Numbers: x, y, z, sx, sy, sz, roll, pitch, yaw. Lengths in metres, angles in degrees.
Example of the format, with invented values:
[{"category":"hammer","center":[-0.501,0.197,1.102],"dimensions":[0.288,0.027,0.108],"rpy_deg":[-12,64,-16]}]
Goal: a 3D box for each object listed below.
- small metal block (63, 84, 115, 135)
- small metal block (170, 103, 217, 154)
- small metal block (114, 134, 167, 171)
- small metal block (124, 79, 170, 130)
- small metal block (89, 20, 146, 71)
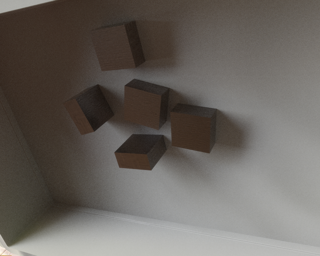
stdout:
[{"category":"small metal block","center":[-0.097,-0.026,0.428],"dimensions":[0.025,0.050,0.050],"rpy_deg":[-14,111,34]},{"category":"small metal block","center":[0.042,0.000,0.386],"dimensions":[0.050,0.025,0.050],"rpy_deg":[10,123,22]},{"category":"small metal block","center":[-0.026,0.032,0.426],"dimensions":[0.050,0.050,0.025],"rpy_deg":[1,119,28]},{"category":"small metal block","center":[-0.018,-0.031,0.399],"dimensions":[0.050,0.025,0.050],"rpy_deg":[17,125,18]},{"category":"small metal block","center":[-0.051,-0.099,0.375],"dimensions":[0.050,0.025,0.050],"rpy_deg":[0,119,28]}]
